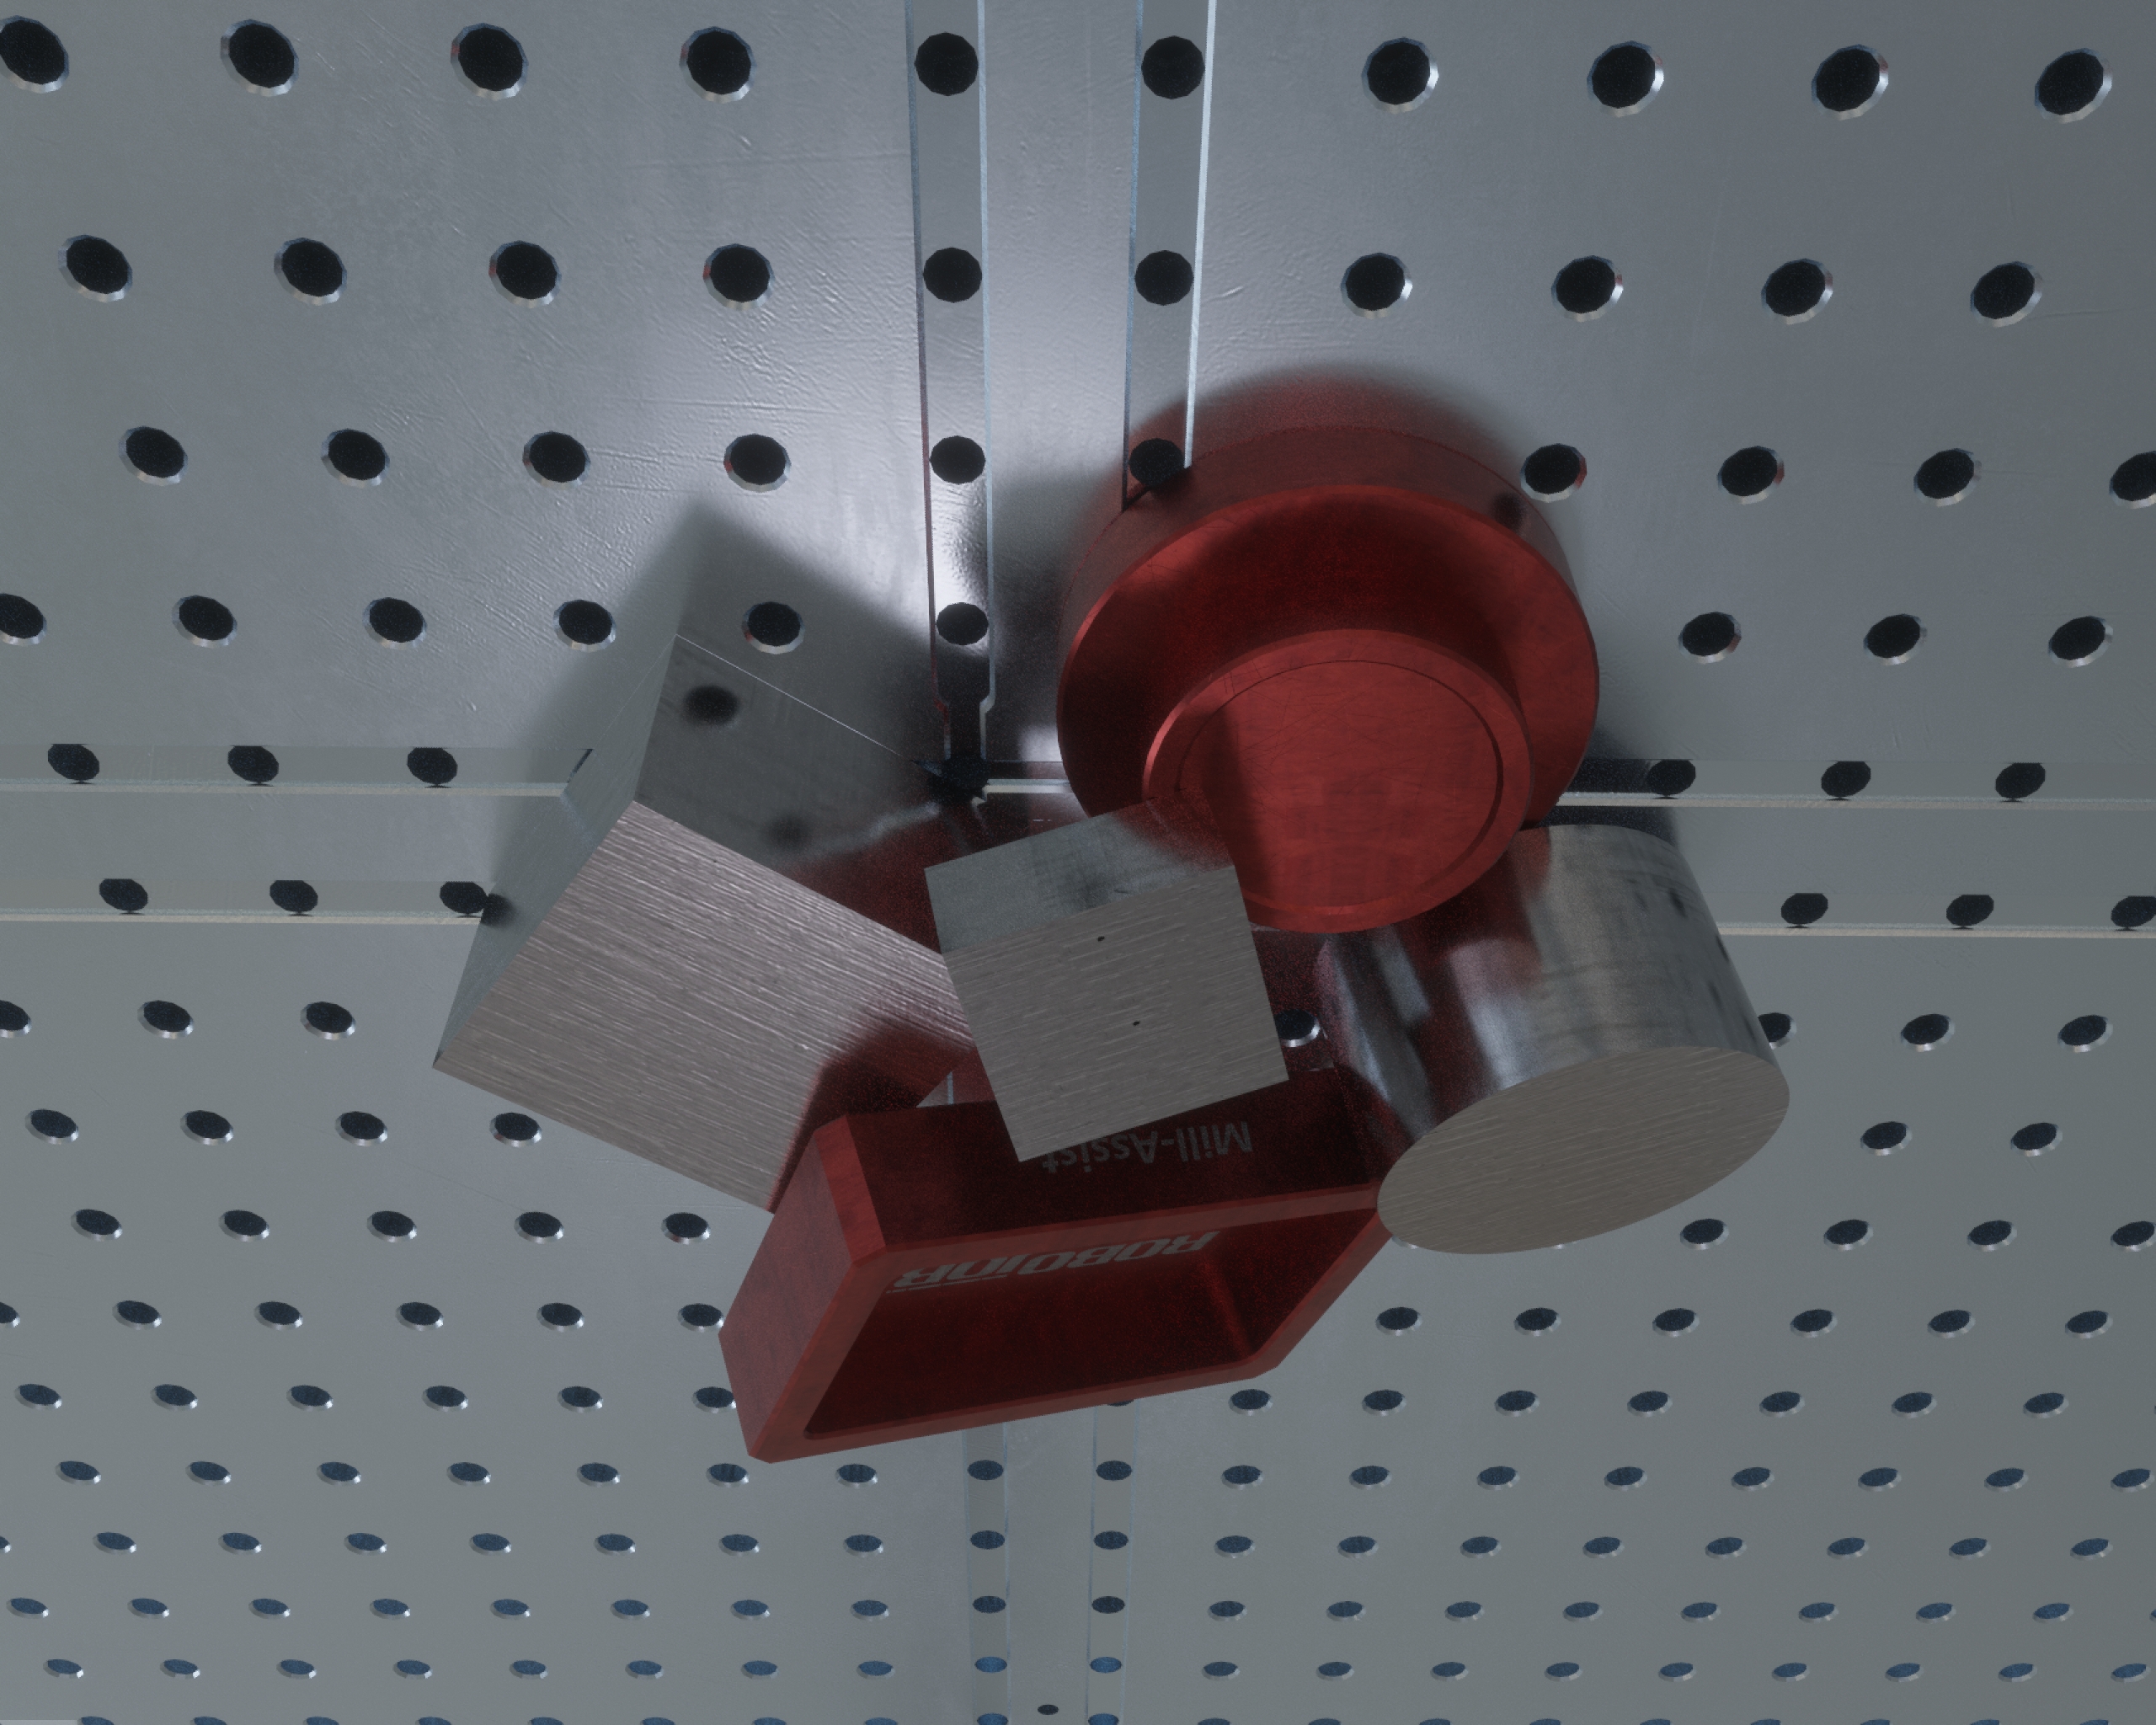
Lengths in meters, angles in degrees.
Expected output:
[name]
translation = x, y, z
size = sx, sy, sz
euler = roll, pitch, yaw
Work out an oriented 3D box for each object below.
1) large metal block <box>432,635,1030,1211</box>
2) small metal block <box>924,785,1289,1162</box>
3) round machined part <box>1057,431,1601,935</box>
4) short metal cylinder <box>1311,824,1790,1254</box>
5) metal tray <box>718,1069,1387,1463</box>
[large metal block]
translation = -0.066, 0.016, 0.408
size = 0.080, 0.050, 0.080
euler = 29, 124, -22
[small metal block]
translation = 0.006, 0.020, 0.368
size = 0.050, 0.025, 0.050
euler = -17, 126, 0
[round machined part]
translation = 0.046, -0.025, 0.379
size = 0.099, 0.042, 0.097
euler = 0, 130, 0
[short metal cylinder]
translation = 0.092, 0.036, 0.412
size = 0.081, 0.050, 0.080
euler = -9, 145, -6
[metal tray]
translation = -0.001, 0.085, 0.443
size = 0.131, 0.030, 0.089
euler = -2, 142, -28
